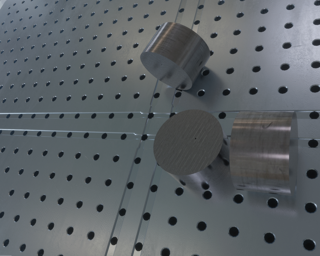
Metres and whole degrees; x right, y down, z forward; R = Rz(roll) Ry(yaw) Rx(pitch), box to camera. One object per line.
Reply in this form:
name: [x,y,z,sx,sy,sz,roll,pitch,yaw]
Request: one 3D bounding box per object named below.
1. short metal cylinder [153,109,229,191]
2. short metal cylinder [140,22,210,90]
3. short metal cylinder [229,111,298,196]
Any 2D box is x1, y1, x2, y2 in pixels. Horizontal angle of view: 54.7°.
short metal cylinder: [0.040,0.026,0.356,0.080,0.050,0.080,-13,56,21]
short metal cylinder: [0.021,-0.096,0.421,0.080,0.080,0.050,22,74,36]
short metal cylinder: [0.104,0.023,0.304,0.050,0.080,0.080,1,62,29]
